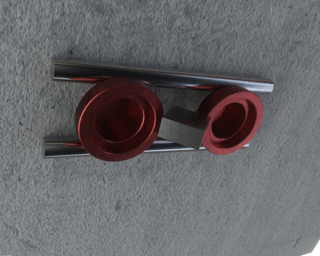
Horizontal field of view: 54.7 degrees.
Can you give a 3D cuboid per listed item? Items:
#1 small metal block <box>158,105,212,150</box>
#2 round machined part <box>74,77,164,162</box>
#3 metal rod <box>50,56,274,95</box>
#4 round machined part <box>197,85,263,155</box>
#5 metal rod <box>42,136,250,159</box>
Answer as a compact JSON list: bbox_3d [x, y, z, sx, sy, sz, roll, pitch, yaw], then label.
[{"bbox_3d":[0.031,-0.002,0.374,0.050,0.050,0.025,19,115,11],"label":"small metal block"},{"bbox_3d":[-0.049,-0.013,0.357,0.099,0.042,0.097,-14,124,-21],"label":"round machined part"},{"bbox_3d":[0.024,-0.060,0.384,0.303,0.025,0.025,0,119,-29],"label":"metal rod"},{"bbox_3d":[0.090,-0.014,0.431,0.099,0.042,0.097,-14,124,-21],"label":"round machined part"},{"bbox_3d":[0.001,0.022,0.422,0.303,0.025,0.025,0,119,-29],"label":"metal rod"}]
